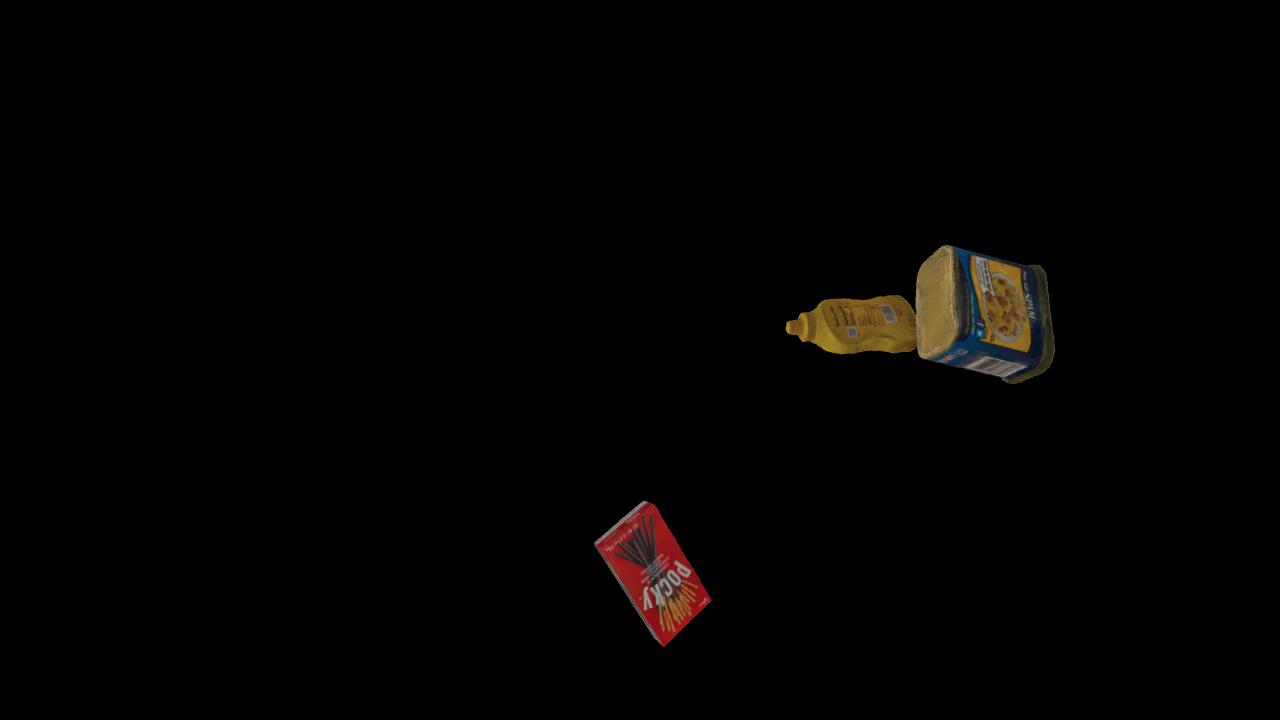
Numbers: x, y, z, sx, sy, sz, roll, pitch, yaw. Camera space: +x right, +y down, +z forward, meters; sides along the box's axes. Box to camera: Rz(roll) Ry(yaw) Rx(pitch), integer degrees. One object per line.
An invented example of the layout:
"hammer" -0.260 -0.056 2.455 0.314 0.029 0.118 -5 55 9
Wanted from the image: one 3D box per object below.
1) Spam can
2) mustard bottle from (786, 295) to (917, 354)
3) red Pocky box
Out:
"Spam can" 0.284 -0.039 0.515 0.085 0.101 0.058 13 -24 -8
"mustard bottle" 0.299 -0.050 0.883 0.184 0.092 0.054 -3 -29 -7
"red Pocky box" 0.018 0.251 0.725 0.083 0.155 0.028 -37 17 -24
